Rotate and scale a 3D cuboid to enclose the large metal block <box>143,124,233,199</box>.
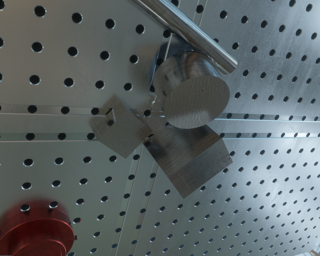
[{"bbox_3d":[0.036,0.032,0.415,0.080,0.080,0.050,-36,129,-5],"label":"large metal block"}]

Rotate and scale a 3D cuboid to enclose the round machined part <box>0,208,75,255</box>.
[{"bbox_3d":[-0.163,0.157,0.409,0.099,0.042,0.097,-14,124,-21],"label":"round machined part"}]

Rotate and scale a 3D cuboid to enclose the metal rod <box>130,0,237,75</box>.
[{"bbox_3d":[-0.015,-0.136,0.318,0.301,0.025,0.025,27,104,-37],"label":"metal rod"}]

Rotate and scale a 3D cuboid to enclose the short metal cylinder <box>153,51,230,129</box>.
[{"bbox_3d":[0.036,-0.045,0.374,0.081,0.050,0.080,-11,137,-10],"label":"short metal cylinder"}]

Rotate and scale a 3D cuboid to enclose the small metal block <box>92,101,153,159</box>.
[{"bbox_3d":[-0.046,0.003,0.388,0.050,0.025,0.050,-46,129,4],"label":"small metal block"}]
